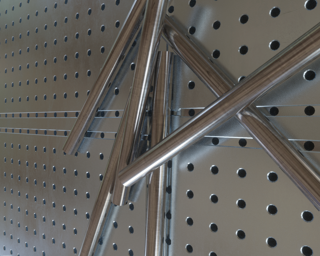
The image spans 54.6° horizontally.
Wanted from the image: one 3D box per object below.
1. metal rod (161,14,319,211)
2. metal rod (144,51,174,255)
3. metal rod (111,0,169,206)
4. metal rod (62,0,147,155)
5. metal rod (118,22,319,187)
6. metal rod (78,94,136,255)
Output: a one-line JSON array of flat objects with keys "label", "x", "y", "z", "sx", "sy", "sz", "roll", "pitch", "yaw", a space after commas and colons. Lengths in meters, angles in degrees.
[{"label": "metal rod", "x": 0.075, "y": -0.040, "z": 0.348, "sx": 0.025, "sy": 0.025, "sz": 0.300, "roll": -51, "pitch": 60, "yaw": 28}, {"label": "metal rod", "x": -0.002, "y": 0.051, "z": 0.412, "sx": 0.025, "sy": 0.025, "sz": 0.298, "roll": 5, "pitch": 93, "yaw": 40}, {"label": "metal rod", "x": -0.030, "y": -0.029, "z": 0.412, "sx": 0.025, "sy": 0.025, "sz": 0.298, "roll": 27, "pitch": 114, "yaw": 37}, {"label": "metal rod", "x": -0.085, "y": -0.076, "z": 0.480, "sx": 0.025, "sy": 0.025, "sz": 0.298, "roll": 48, "pitch": 118, "yaw": 29}, {"label": "metal rod", "x": 0.053, "y": -0.010, "z": 0.331, "sx": 0.299, "sy": 0.025, "sz": 0.025, "roll": -38, "pitch": 67, "yaw": 33}, {"label": "metal rod", "x": -0.078, "y": 0.088, "z": 0.475, "sx": 0.025, "sy": 0.025, "sz": 0.298, "roll": 31, "pitch": 109, "yaw": 36}]
